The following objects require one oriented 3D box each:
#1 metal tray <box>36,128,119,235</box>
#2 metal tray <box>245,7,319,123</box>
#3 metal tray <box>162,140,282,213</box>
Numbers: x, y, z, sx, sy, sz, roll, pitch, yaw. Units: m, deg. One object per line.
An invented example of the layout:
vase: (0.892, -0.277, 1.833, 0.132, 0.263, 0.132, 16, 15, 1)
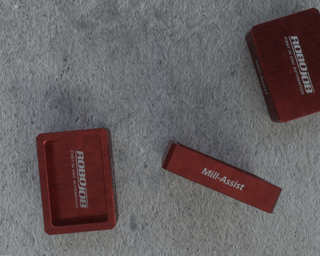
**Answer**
metal tray: (-0.107, 0.068, 0.406, 0.091, 0.030, 0.129, -5, 90, 0)
metal tray: (0.177, -0.080, 0.409, 0.090, 0.030, 0.129, -17, 90, 0)
metal tray: (0.068, 0.054, 0.377, 0.131, 0.090, 0.030, 23, 90, 0)
